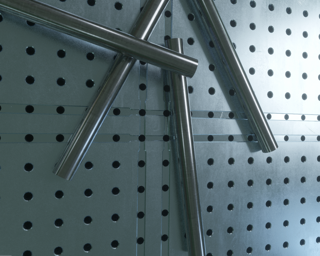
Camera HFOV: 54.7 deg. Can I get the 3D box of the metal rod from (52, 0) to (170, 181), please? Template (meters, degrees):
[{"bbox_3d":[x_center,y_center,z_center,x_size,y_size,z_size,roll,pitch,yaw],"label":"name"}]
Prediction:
[{"bbox_3d":[-0.050,-0.074,0.394,0.025,0.025,0.299,30,80,-18],"label":"metal rod"}]

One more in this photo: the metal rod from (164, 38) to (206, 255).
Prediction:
[{"bbox_3d":[0.035,0.029,0.426,0.025,0.025,0.298,-7,93,-20],"label":"metal rod"}]

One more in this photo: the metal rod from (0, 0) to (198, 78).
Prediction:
[{"bbox_3d":[-0.098,-0.118,0.358,0.302,0.025,0.025,17,84,-13],"label":"metal rod"}]

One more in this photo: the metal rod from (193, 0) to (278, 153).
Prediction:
[{"bbox_3d":[0.103,-0.099,0.451,0.025,0.025,0.299,-30,100,-18],"label":"metal rod"}]
